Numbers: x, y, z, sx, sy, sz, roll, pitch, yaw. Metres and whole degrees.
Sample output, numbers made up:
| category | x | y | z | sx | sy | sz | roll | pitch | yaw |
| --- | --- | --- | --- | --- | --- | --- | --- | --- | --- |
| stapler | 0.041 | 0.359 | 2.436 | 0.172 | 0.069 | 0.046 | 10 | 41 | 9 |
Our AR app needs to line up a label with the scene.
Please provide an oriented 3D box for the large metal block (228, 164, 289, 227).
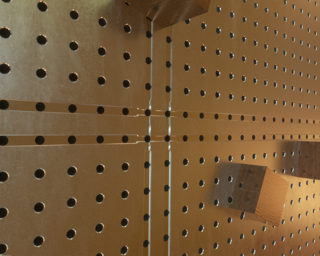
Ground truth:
| category | x | y | z | sx | sy | sz | roll | pitch | yaw |
| --- | --- | --- | --- | --- | --- | --- | --- | --- | --- |
| large metal block | 0.173 | 0.116 | 0.536 | 0.080 | 0.050 | 0.080 | 33 | 70 | -35 |

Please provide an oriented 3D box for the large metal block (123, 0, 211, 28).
| category | x | y | z | sx | sy | sz | roll | pitch | yaw |
| --- | --- | --- | --- | --- | --- | --- | --- | --- | --- |
| large metal block | 0.008 | -0.173 | 0.378 | 0.080 | 0.080 | 0.050 | 22 | 76 | -38 |

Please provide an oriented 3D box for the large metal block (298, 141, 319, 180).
| category | x | y | z | sx | sy | sz | roll | pitch | yaw |
| --- | --- | --- | --- | --- | --- | --- | --- | --- | --- |
| large metal block | 0.352 | 0.075 | 0.686 | 0.081 | 0.050 | 0.080 | 14 | 82 | -39 |
